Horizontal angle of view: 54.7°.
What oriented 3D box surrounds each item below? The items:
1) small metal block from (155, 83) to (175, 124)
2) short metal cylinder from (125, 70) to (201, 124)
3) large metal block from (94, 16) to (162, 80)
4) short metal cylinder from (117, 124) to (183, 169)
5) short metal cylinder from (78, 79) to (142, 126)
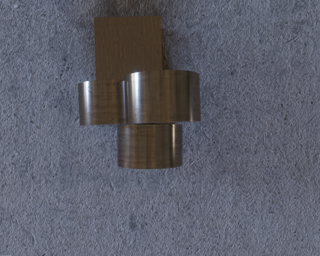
[{"bbox_3d":[0.007,-0.030,0.401,0.025,0.050,0.050,1,90,0],"label":"small metal block"},{"bbox_3d":[0.003,-0.031,0.334,0.081,0.080,0.050,-2,90,0],"label":"short metal cylinder"},{"bbox_3d":[-0.038,-0.095,0.399,0.081,0.050,0.080,-2,90,0],"label":"large metal block"},{"bbox_3d":[-0.012,0.021,0.384,0.081,0.080,0.050,0,90,0],"label":"short metal cylinder"},{"bbox_3d":[-0.059,-0.029,0.384,0.081,0.080,0.050,-2,90,0],"label":"short metal cylinder"}]
